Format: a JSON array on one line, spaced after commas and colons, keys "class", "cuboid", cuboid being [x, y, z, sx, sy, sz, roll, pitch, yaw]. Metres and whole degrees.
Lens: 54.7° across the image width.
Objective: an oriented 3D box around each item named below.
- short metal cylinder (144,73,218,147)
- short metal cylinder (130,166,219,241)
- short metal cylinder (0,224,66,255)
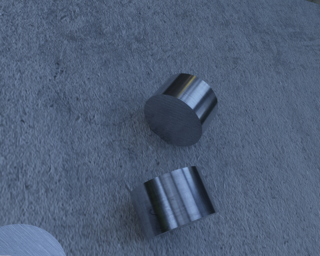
[{"class": "short metal cylinder", "cuboid": [0.027, -0.023, 0.397, 0.080, 0.080, 0.050, 40, 51, -1]}, {"class": "short metal cylinder", "cuboid": [0.014, 0.080, 0.327, 0.081, 0.080, 0.050, -9, 67, -32]}, {"class": "short metal cylinder", "cuboid": [-0.119, 0.123, 0.248, 0.081, 0.050, 0.080, 14, 56, -21]}]
